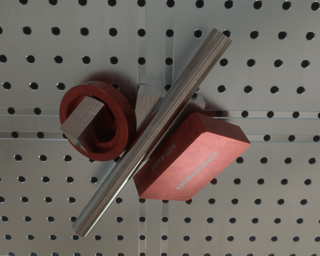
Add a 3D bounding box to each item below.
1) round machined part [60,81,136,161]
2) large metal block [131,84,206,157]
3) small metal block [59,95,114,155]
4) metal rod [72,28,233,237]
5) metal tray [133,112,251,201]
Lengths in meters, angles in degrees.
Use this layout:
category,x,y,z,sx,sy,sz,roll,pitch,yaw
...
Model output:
category,x,y,z,sx,sy,sz,roll,pitch,yaw
round machined part,-0.072,-0.011,0.385,0.098,0.042,0.097,10,115,23
large metal block,0.007,-0.006,0.397,0.081,0.050,0.079,8,110,-4
small metal block,-0.085,-0.003,0.368,0.025,0.050,0.050,29,70,16
metal rod,-0.019,0.018,0.366,0.025,0.025,0.299,33,106,-12
metal tray,0.038,0.043,0.391,0.091,0.030,0.129,15,128,-39
